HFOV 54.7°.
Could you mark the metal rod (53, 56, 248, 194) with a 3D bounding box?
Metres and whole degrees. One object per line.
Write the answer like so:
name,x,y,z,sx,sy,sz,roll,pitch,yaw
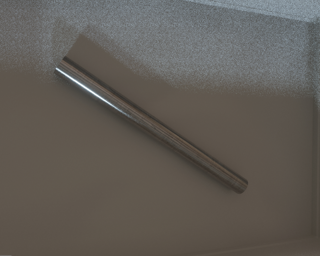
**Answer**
metal rod,0.001,0.005,0.410,0.301,0.025,0.025,34,79,-17
